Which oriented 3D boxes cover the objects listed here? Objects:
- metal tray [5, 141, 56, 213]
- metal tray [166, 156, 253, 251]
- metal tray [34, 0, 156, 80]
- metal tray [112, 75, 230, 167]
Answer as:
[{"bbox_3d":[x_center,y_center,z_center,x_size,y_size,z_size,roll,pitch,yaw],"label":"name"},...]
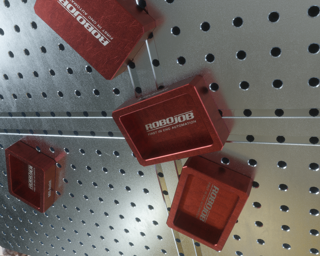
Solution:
[{"bbox_3d":[-0.250,0.097,0.600,0.090,0.030,0.129,26,128,12],"label":"metal tray"},{"bbox_3d":[0.066,0.109,0.440,0.090,0.030,0.129,23,127,14],"label":"metal tray"},{"bbox_3d":[-0.080,-0.132,0.369,0.130,0.030,0.090,43,129,-2],"label":"metal tray"},{"bbox_3d":[0.011,-0.004,0.399,0.130,0.030,0.090,-17,110,34],"label":"metal tray"}]
